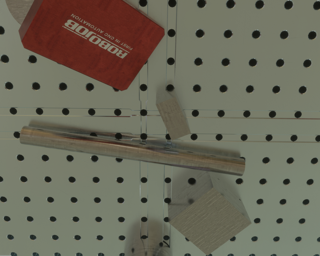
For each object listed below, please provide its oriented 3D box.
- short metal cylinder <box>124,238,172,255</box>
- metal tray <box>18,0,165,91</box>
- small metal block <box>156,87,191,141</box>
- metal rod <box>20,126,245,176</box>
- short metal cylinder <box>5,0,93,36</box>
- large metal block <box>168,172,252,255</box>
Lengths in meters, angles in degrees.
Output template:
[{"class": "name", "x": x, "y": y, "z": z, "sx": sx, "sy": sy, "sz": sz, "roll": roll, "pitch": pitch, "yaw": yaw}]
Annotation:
[{"class": "short metal cylinder", "x": -0.019, "y": 0.220, "z": 0.481, "sx": 0.081, "sy": 0.050, "sz": 0.079, "roll": 0, "pitch": 110, "yaw": 0}, {"class": "metal tray", "x": -0.069, "y": -0.104, "z": 0.337, "sx": 0.131, "sy": 0.030, "sz": 0.090, "roll": 21, "pitch": 114, "yaw": -41}, {"class": "small metal block", "x": 0.016, "y": -0.019, "z": 0.393, "sx": 0.025, "sy": 0.050, "sz": 0.050, "roll": -22, "pitch": 109, "yaw": 8}, {"class": "metal rod", "x": -0.034, "y": 0.032, "z": 0.424, "sx": 0.302, "sy": 0.025, "sz": 0.025, "roll": 9, "pitch": 110, "yaw": -4}, {"class": "short metal cylinder", "x": -0.119, "y": -0.143, "z": 0.341, "sx": 0.080, "sy": 0.050, "sz": 0.079, "roll": 0, "pitch": 103, "yaw": 1}, {"class": "large metal block", "x": 0.069, "y": 0.121, "z": 0.445, "sx": 0.080, "sy": 0.050, "sz": 0.080, "roll": -42, "pitch": 105, "yaw": 14}]
